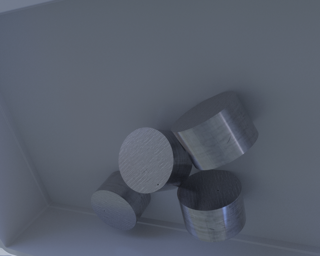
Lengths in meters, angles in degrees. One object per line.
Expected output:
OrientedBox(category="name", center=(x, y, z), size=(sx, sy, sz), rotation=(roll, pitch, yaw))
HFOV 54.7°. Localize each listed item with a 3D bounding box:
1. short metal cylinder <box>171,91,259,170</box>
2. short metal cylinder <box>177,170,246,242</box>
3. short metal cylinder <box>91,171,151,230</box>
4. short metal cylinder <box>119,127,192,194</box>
OrientedBox(category="short metal cylinder", center=(0.060, 0.002, 0.342), size=(0.080, 0.080, 0.050), rotation=(-23, 106, 36))
OrientedBox(category="short metal cylinder", center=(0.067, 0.097, 0.397), size=(0.080, 0.080, 0.050), rotation=(0, 119, 28))
OrientedBox(category="short metal cylinder", center=(-0.062, 0.115, 0.495), size=(0.080, 0.050, 0.079), rotation=(13, 124, 20))
OrientedBox(category="short metal cylinder", center=(-0.006, 0.041, 0.396), size=(0.080, 0.050, 0.080), rotation=(-4, 82, 31))
